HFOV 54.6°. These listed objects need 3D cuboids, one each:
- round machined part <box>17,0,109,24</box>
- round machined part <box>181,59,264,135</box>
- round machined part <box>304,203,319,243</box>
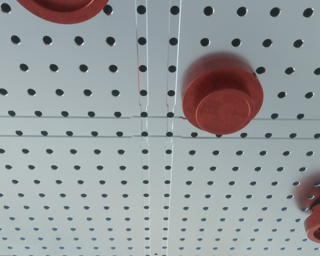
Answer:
[{"bbox_3d":[-0.087,-0.147,0.274,0.099,0.042,0.097,0,130,0],"label":"round machined part"},{"bbox_3d":[0.076,-0.030,0.375,0.099,0.042,0.097,0,130,0],"label":"round machined part"},{"bbox_3d":[0.300,0.160,0.533,0.098,0.042,0.097,3,137,3],"label":"round machined part"}]
